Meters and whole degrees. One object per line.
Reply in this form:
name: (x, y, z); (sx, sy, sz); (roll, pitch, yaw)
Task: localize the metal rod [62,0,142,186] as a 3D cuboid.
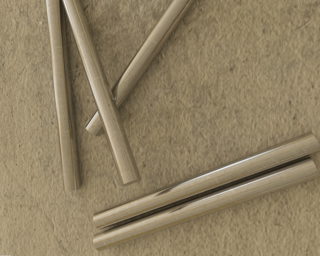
metal rod: (-0.085, -0.068, 0.415); (0.025, 0.025, 0.299); (-26, 73, 18)

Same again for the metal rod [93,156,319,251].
metal rod: (0.044, 0.103, 0.392); (0.300, 0.025, 0.025); (-24, 82, 18)

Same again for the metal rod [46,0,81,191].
metal rod: (-0.144, -0.058, 0.458); (0.025, 0.025, 0.298); (-7, 88, 19)

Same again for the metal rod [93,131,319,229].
metal rod: (0.044, 0.073, 0.392); (0.300, 0.025, 0.025); (-24, 82, 18)

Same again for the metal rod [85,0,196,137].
metal rod: (-0.008, -0.113, 0.410); (0.025, 0.025, 0.299); (40, 102, 15)
